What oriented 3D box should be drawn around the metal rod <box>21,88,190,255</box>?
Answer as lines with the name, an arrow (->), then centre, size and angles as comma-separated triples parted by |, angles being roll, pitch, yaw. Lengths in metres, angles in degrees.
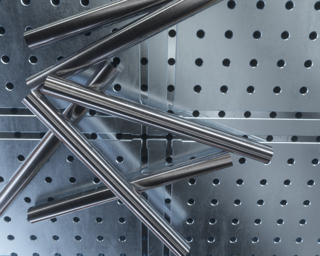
metal rod -> -0.061, 0.069, 0.410 | 0.025, 0.025, 0.300 | -37, 106, 12

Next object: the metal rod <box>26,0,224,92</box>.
metal rod -> -0.026, -0.111, 0.358 | 0.300, 0.025, 0.025 | -23, 109, 13

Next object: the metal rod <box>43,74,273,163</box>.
metal rod -> 0.008, -0.007, 0.394 | 0.302, 0.025, 0.025 | 17, 109, -13

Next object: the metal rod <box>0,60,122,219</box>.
metal rod -> -0.156, 0.028, 0.422 | 0.025, 0.025, 0.299 | 39, 105, -13

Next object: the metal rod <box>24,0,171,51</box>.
metal rod -> -0.013, -0.148, 0.358 | 0.301, 0.025, 0.025 | -17, 109, 6

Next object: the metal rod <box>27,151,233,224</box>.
metal rod -> -0.046, 0.085, 0.444 | 0.301, 0.025, 0.025 | -17, 109, 6
